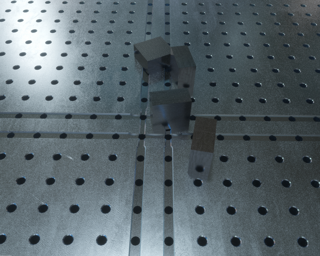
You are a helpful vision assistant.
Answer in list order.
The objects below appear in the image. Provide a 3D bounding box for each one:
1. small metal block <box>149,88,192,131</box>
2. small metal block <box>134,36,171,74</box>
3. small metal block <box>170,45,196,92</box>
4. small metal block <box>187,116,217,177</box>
[{"bbox_3d":[0.013,-0.024,0.412,0.050,0.050,0.025,-7,51,-7],"label":"small metal block"},{"bbox_3d":[-0.009,-0.121,0.509,0.050,0.025,0.050,-23,54,-18],"label":"small metal block"},{"bbox_3d":[0.033,-0.088,0.466,0.025,0.050,0.050,-9,51,-8],"label":"small metal block"},{"bbox_3d":[0.051,0.023,0.373,0.025,0.050,0.050,9,51,7],"label":"small metal block"}]
